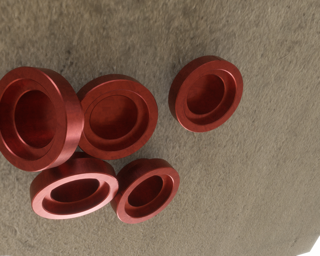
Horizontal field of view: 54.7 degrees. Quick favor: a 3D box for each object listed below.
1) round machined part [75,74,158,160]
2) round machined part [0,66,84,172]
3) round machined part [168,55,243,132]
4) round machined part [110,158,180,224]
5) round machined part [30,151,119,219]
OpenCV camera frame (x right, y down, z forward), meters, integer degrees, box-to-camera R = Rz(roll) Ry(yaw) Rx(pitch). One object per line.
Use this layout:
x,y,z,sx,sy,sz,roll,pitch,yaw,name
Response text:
-0.055,-0.015,0.356,0.099,0.042,0.097,-13,122,-22,round machined part
-0.114,-0.009,0.303,0.042,0.098,0.097,-12,131,-64,round machined part
0.054,-0.046,0.399,0.099,0.042,0.097,-14,125,-21,round machined part
-0.025,0.081,0.427,0.099,0.042,0.097,-22,134,-25,round machined part
-0.102,0.065,0.369,0.099,0.042,0.097,-16,143,-12,round machined part
